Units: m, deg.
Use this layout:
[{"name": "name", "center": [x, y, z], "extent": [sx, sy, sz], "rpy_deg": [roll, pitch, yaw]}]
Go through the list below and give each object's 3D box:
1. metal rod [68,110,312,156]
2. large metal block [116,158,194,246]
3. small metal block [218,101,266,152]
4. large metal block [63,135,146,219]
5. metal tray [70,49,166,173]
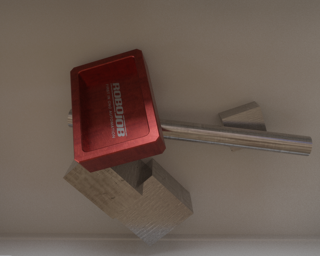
[{"name": "metal rod", "center": [0.033, 0.005, 0.393], "extent": [0.302, 0.025, 0.025], "rpy_deg": [7, 110, 4]}, {"name": "large metal block", "center": [-0.012, 0.104, 0.436], "extent": [0.080, 0.050, 0.080], "rpy_deg": [-41, 106, 13]}, {"name": "small metal block", "center": [0.111, -0.002, 0.412], "extent": [0.050, 0.025, 0.050], "rpy_deg": [-19, 109, 6]}, {"name": "large metal block", "center": [-0.067, 0.055, 0.401], "extent": [0.050, 0.080, 0.080], "rpy_deg": [-41, 105, 14]}, {"name": "metal tray", "center": [-0.051, -0.023, 0.351], "extent": [0.090, 0.130, 0.030], "rpy_deg": [-15, 149, 5]}]
